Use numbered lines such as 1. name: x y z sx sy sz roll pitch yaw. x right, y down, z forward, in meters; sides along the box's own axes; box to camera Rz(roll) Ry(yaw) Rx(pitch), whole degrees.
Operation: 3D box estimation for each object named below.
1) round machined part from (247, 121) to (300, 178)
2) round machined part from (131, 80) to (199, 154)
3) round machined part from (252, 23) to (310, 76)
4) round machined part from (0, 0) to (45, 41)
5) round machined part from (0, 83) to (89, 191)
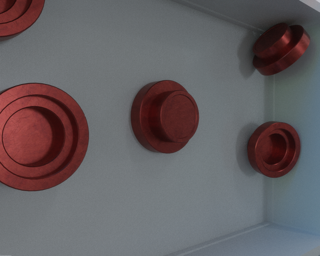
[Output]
1. round machined part: 0.196 0.036 0.550 0.099 0.042 0.097 -3 99 -21
2. round machined part: 0.014 -0.015 0.409 0.099 0.042 0.097 0 90 -40
3. round machined part: 0.200 -0.141 0.531 0.042 0.098 0.098 40 65 -20
4. round machined part: -0.155 -0.123 0.266 0.099 0.042 0.097 0 90 -40
5. round machined part: -0.122 0.008 0.294 0.099 0.042 0.097 0 90 -40
